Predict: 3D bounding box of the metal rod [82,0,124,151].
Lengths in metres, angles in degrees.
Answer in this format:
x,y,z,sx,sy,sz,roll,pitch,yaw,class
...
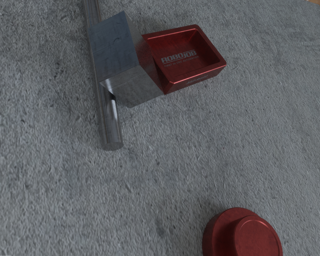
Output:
x,y,z,sx,sy,sz,roll,pitch,yaw,class
-0.085,-0.110,0.424,0.025,0.025,0.299,1,61,-28,metal rod

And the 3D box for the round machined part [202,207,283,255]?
x,y,z,sx,sy,sz,roll,pitch,yaw,class
0.102,0.141,0.362,0.099,0.042,0.098,14,56,-21,round machined part

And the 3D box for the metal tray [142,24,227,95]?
x,y,z,sx,sy,sz,roll,pitch,yaw,class
0.033,-0.111,0.486,0.131,0.030,0.090,-25,75,-37,metal tray

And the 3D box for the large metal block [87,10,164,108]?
x,y,z,sx,sy,sz,roll,pitch,yaw,class
-0.041,-0.082,0.389,0.080,0.050,0.080,42,29,-63,large metal block
